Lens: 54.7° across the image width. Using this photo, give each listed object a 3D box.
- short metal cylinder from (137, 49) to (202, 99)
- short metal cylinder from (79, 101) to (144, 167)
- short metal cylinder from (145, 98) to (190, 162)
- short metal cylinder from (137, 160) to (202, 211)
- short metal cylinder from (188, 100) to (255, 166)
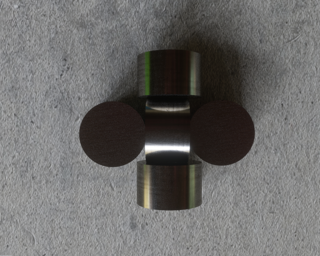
[{"bbox_3d":[0.012,-0.063,0.384,0.081,0.080,0.050,0,90,0],"label":"short metal cylinder"},{"bbox_3d":[-0.057,0.007,0.398,0.081,0.050,0.080,0,90,-1],"label":"short metal cylinder"},{"bbox_3d":[0.009,0.002,0.384,0.050,0.080,0.080,0,90,0],"label":"short metal cylinder"},{"bbox_3d":[0.012,0.067,0.384,0.081,0.080,0.050,0,90,0],"label":"short metal cylinder"},{"bbox_3d":[0.074,0.005,0.399,0.081,0.050,0.080,0,90,0],"label":"short metal cylinder"}]
